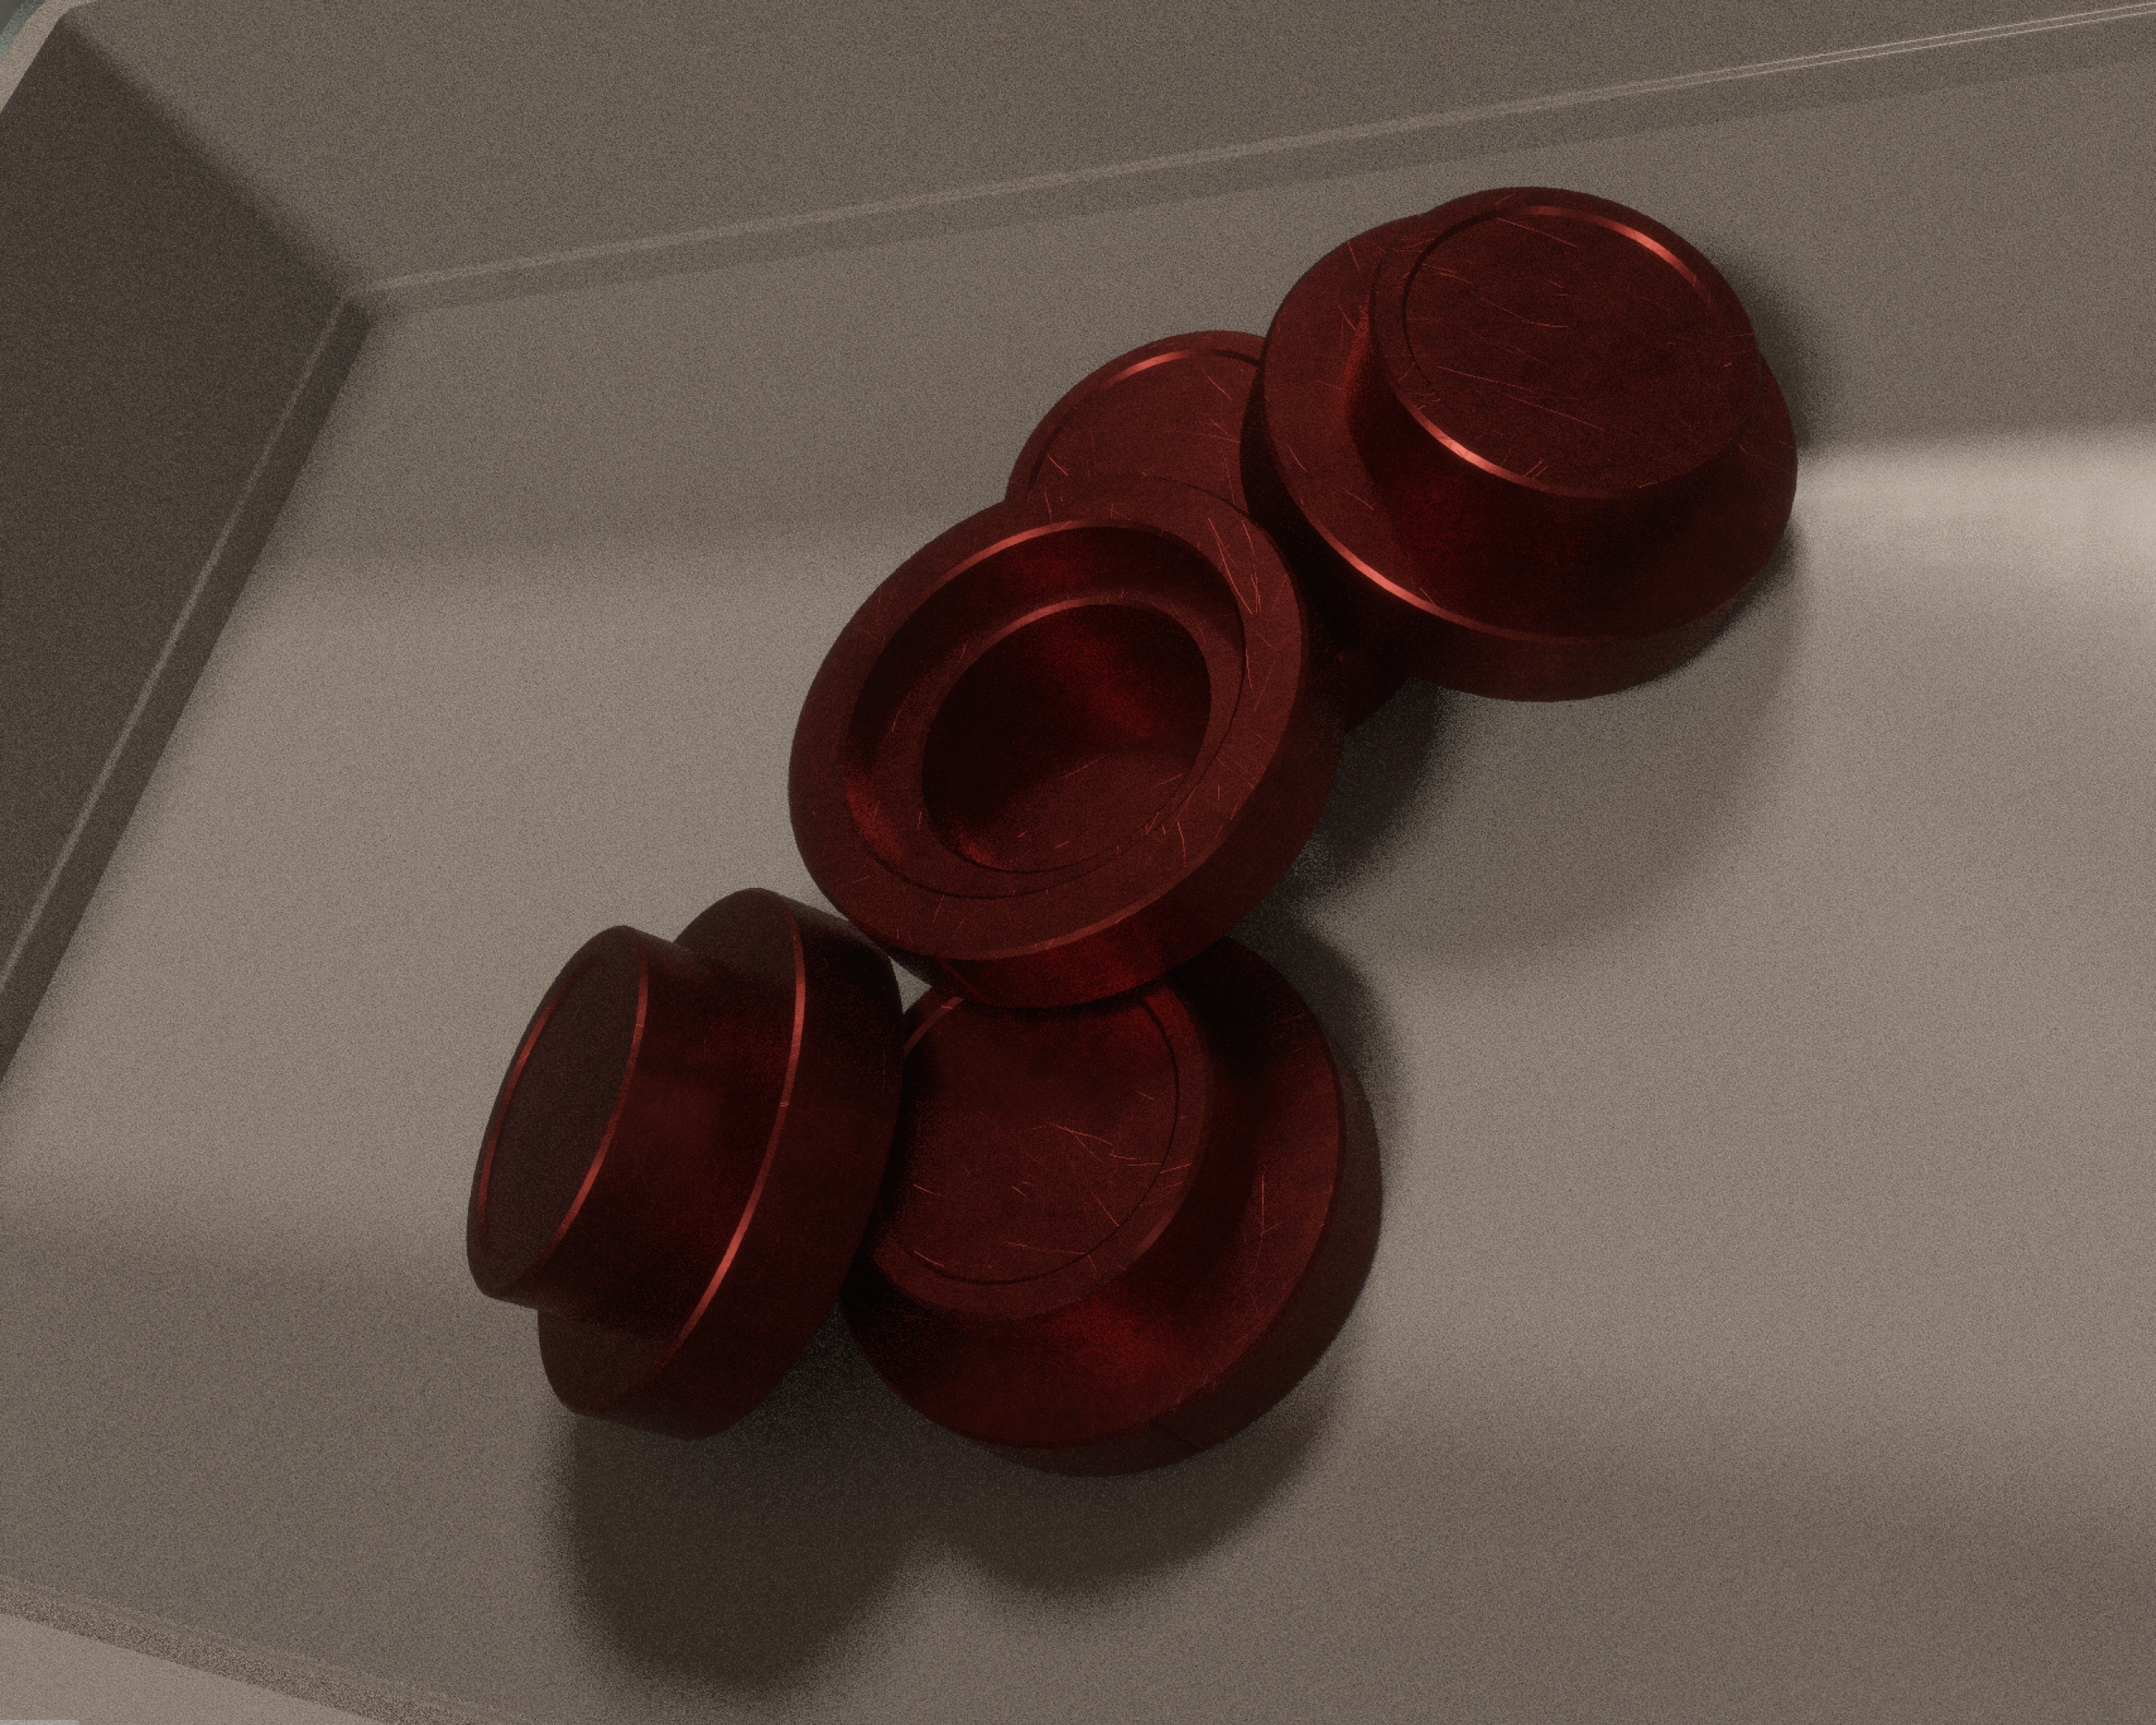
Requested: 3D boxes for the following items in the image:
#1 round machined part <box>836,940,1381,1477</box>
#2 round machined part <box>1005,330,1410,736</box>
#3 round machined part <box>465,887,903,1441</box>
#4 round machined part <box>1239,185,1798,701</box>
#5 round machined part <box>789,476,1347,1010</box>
[{"bbox_3d":[-0.001,0.052,0.360,0.098,0.042,0.098,-13,56,20],"label":"round machined part"},{"bbox_3d":[0.024,-0.068,0.420,0.098,0.042,0.098,-13,56,20],"label":"round machined part"},{"bbox_3d":[-0.075,0.050,0.373,0.098,0.042,0.098,-39,38,40],"label":"round machined part"},{"bbox_3d":[0.081,-0.081,0.372,0.099,0.042,0.098,3,63,-5],"label":"round machined part"},{"bbox_3d":[0.001,-0.018,0.374,0.098,0.042,0.098,-13,56,20],"label":"round machined part"}]
